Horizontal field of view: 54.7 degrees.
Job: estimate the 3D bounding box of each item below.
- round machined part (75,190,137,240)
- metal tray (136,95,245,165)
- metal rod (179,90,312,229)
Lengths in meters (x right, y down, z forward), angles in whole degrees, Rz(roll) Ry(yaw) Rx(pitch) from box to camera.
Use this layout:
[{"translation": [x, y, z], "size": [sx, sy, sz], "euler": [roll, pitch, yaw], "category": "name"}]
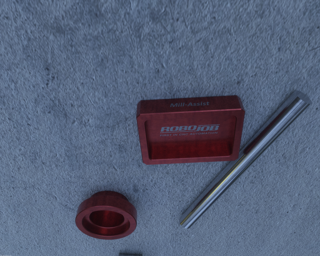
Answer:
[{"translation": [-0.087, 0.142, 0.515], "size": [0.099, 0.042, 0.097], "euler": [-1, 130, 0], "category": "round machined part"}, {"translation": [0.039, 0.005, 0.408], "size": [0.131, 0.030, 0.089], "euler": [-3, 130, 2], "category": "metal tray"}, {"translation": [0.110, 0.065, 0.464], "size": [0.025, 0.025, 0.298], "euler": [20, 127, -17], "category": "metal rod"}]
